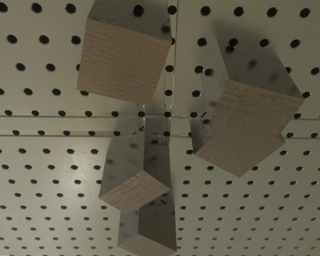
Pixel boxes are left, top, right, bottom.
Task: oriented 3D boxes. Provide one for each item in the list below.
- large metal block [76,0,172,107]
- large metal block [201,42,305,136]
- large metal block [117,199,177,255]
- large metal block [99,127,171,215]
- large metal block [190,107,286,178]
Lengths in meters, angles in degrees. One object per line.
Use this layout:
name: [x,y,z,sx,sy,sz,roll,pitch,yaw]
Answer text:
large metal block: [-0.039,-0.077,0.329,0.081,0.050,0.079,12,129,-11]
large metal block: [0.096,-0.044,0.340,0.081,0.080,0.050,13,129,-11]
large metal block: [-0.020,0.164,0.515,0.080,0.080,0.050,35,122,-26]
large metal block: [-0.033,0.058,0.425,0.080,0.080,0.050,-35,122,25]
large metal block: [0.099,0.010,0.405,0.080,0.050,0.080,28,125,-22]
